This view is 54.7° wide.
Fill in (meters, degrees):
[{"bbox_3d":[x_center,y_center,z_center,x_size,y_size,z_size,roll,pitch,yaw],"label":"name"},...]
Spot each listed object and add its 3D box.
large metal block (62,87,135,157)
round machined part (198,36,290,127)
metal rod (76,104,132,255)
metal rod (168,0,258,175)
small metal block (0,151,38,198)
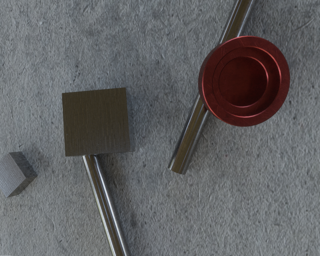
[{"bbox_3d":[-0.079,-0.006,0.408,0.080,0.050,0.080,-5,84,1],"label":"large metal block"},{"bbox_3d":[0.092,-0.053,0.354,0.099,0.042,0.097,-1,100,-6],"label":"round machined part"},{"bbox_3d":[-0.080,0.095,0.435,0.025,0.025,0.299,-21,83,18],"label":"metal rod"},{"bbox_3d":[0.076,-0.083,0.381,0.025,0.025,0.298,24,98,18],"label":"metal rod"},{"bbox_3d":[-0.230,0.073,0.488,0.050,0.025,0.050,-43,77,14],"label":"small metal block"}]
